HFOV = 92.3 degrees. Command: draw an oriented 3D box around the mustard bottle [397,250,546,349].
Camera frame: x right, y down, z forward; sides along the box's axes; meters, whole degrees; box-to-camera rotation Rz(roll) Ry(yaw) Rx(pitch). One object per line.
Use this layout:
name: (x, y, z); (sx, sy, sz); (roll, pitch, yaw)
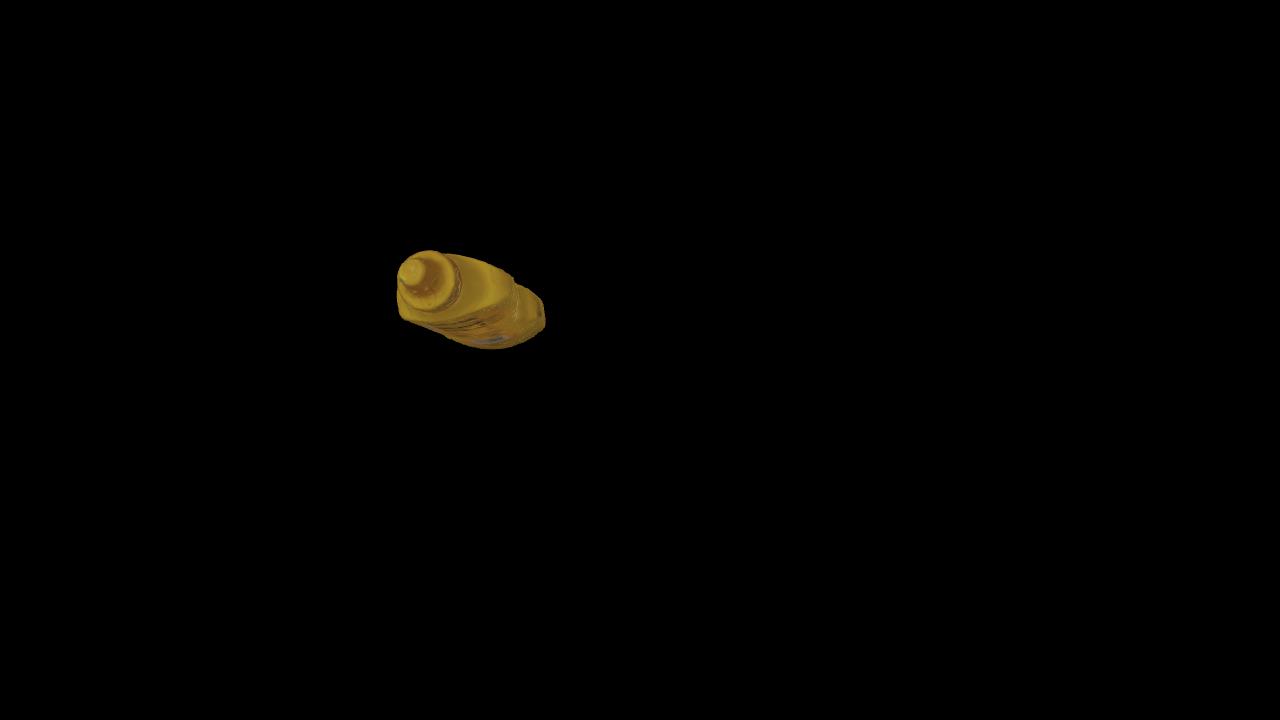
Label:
mustard bottle: (-0.139, -0.046, 0.485); (0.092, 0.054, 0.184); (-2, -7, 5)
